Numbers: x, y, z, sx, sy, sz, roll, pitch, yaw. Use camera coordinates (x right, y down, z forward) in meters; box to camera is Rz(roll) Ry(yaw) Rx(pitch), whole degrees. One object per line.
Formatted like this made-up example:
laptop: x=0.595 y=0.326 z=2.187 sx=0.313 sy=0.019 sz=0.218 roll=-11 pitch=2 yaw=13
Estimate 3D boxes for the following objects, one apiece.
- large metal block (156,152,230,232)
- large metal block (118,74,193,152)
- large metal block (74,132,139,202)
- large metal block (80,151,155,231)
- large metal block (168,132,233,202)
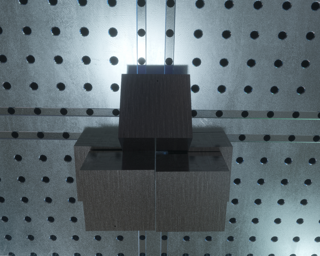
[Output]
large metal block: x=0.036 y=0.076 z=0.373 sx=0.081 sy=0.050 sz=0.079 roll=0 pitch=110 yaw=-1
large metal block: x=-0.005 y=-0.017 z=0.372 sx=0.081 sy=0.050 sz=0.080 roll=0 pitch=68 yaw=-1
large metal block: x=-0.067 y=0.052 z=0.419 sx=0.081 sy=0.050 sz=0.079 roll=1 pitch=110 yaw=-1
large metal block: x=-0.046 y=0.074 z=0.370 sx=0.081 sy=0.050 sz=0.079 roll=0 pitch=110 yaw=-1
large metal block: x=0.050 y=0.052 z=0.419 sx=0.081 sy=0.050 sz=0.079 roll=-1 pitch=110 yaw=0
